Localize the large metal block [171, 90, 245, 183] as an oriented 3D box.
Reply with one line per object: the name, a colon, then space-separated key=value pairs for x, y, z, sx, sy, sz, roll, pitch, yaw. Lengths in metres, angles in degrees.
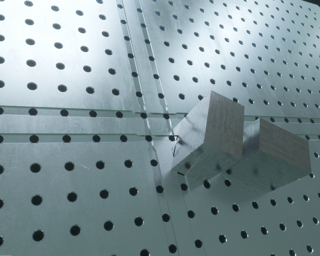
large metal block: x=0.061 y=0.013 z=0.398 sx=0.050 sy=0.080 sz=0.080 roll=24 pitch=53 yaw=-14

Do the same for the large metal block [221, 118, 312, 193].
large metal block: x=0.143 y=0.040 z=0.424 sx=0.080 sy=0.080 sz=0.050 roll=23 pitch=53 yaw=-14
